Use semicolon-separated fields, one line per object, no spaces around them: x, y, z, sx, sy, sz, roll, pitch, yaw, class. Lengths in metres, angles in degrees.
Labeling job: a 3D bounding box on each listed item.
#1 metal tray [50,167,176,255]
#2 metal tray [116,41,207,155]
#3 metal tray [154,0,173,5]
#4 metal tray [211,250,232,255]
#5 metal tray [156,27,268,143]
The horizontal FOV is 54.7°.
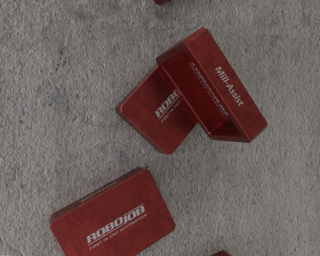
-0.056;0.118;0.386;0.131;0.030;0.090;-28;99;-18;metal tray
0.017;-0.041;0.413;0.090;0.030;0.130;44;76;-15;metal tray
0.009;-0.242;0.408;0.091;0.030;0.130;-30;100;-18;metal tray
0.054;0.238;0.426;0.131;0.030;0.089;-16;96;-19;metal tray
0.057;-0.043;0.362;0.030;0.090;0.130;-40;103;-16;metal tray
